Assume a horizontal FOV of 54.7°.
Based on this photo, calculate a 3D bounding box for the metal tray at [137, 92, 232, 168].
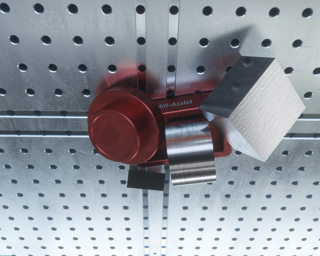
[{"bbox_3d":[0.025,0.004,0.409,0.131,0.030,0.090,-9,130,7],"label":"metal tray"}]

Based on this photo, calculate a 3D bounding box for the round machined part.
[{"bbox_3d":[-0.047,0.002,0.372,0.098,0.042,0.097,10,117,20],"label":"round machined part"}]

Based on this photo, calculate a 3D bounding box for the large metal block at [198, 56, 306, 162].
[{"bbox_3d":[0.104,-0.022,0.347,0.080,0.050,0.080,-51,121,-8],"label":"large metal block"}]

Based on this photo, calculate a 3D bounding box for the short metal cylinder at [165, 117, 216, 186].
[{"bbox_3d":[0.037,0.029,0.379,0.050,0.080,0.080,-7,130,5],"label":"short metal cylinder"}]

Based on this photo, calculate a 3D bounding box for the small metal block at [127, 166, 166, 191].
[{"bbox_3d":[-0.020,0.069,0.446,0.050,0.050,0.025,6,96,-5],"label":"small metal block"}]
